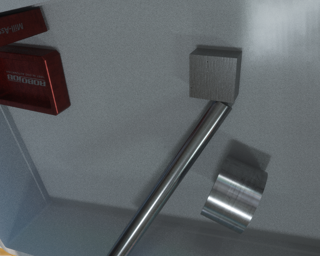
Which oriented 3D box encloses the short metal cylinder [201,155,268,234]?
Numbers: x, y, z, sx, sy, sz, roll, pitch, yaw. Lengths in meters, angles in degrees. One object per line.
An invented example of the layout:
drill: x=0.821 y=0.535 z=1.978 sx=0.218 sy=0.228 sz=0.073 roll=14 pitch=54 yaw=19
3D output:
short metal cylinder: x=0.089 y=0.079 z=0.375 sx=0.050 sy=0.080 sz=0.079 roll=25 pitch=127 yaw=13

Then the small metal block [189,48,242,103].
small metal block: x=0.060 y=-0.058 z=0.340 sx=0.050 sy=0.025 sz=0.050 roll=10 pitch=123 yaw=22

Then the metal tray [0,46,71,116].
metal tray: x=-0.203 y=-0.074 z=0.464 sx=0.130 sy=0.030 sz=0.089 roll=11 pitch=123 yaw=22

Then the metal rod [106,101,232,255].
metal rod: x=-0.006 y=0.092 z=0.393 sx=0.025 sy=0.025 sz=0.299 roll=34 pitch=105 yaw=5

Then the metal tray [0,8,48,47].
metal tray: x=-0.218 y=-0.116 z=0.382 sx=0.090 sy=0.131 sz=0.030 roll=2 pitch=119 yaw=27
